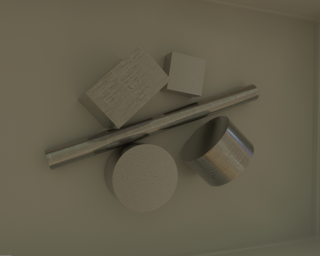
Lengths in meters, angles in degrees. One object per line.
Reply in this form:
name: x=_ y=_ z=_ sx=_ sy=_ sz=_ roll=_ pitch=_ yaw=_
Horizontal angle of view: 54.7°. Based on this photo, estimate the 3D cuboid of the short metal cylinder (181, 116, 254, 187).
short metal cylinder: x=0.075 y=0.030 z=0.409 sx=0.050 sy=0.080 sz=0.080 roll=45 pitch=76 yaw=-15

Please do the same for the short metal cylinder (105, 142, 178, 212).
short metal cylinder: x=-0.025 y=0.058 z=0.387 sx=0.081 sy=0.050 sz=0.079 roll=0 pitch=90 yaw=-21

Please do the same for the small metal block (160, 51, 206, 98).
small metal block: x=0.032 y=-0.072 z=0.422 sx=0.050 sy=0.025 sz=0.050 roll=9 pitch=87 yaw=-20

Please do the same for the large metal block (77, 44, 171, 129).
large metal block: x=-0.045 y=-0.045 z=0.364 sx=0.080 sy=0.080 sz=0.050 roll=-45 pitch=105 yaw=-15

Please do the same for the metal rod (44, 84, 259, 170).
metal rod: x=0.004 y=-0.008 z=0.412 sx=0.302 sy=0.025 sz=0.025 roll=-19 pitch=97 yaw=-20
